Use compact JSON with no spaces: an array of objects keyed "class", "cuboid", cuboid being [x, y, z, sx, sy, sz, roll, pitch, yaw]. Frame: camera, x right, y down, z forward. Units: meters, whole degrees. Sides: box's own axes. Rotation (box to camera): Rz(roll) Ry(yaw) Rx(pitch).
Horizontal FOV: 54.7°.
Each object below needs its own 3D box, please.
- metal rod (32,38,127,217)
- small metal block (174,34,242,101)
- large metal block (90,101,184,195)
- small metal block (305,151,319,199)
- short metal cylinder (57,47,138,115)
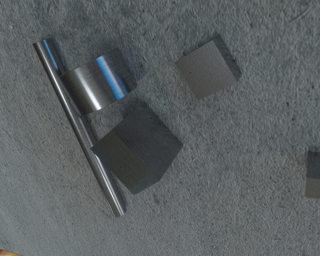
[{"class":"metal rod","cuboid":[-0.114,0.013,0.472,0.025,0.025,0.298,-5,116,30]},{"class":"small metal block","cuboid":[0.053,-0.065,0.338,0.050,0.025,0.050,-24,106,36]},{"class":"large metal block","cuboid":[-0.027,0.024,0.399,0.080,0.080,0.050,48,129,-6]},{"class":"small metal block","cuboid":[0.182,0.051,0.326,0.050,0.050,0.025,4,120,26]},{"class":"short metal cylinder","cuboid":[-0.074,-0.057,0.374,0.080,0.080,0.050,-15,111,34]}]
